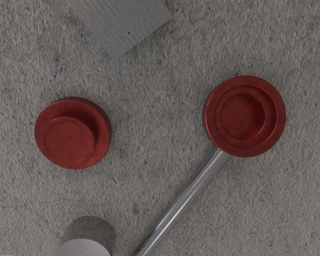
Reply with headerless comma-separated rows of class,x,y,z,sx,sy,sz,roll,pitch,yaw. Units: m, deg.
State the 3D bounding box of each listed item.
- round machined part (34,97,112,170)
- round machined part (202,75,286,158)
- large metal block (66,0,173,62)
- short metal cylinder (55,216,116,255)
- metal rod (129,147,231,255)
round machined part,-0.114,0.011,0.404,0.099,0.042,0.097,0,110,0
round machined part,0.100,-0.014,0.386,0.099,0.042,0.097,0,93,-5
large metal block,-0.042,-0.134,0.347,0.080,0.050,0.080,-35,107,12
short metal cylinder,-0.109,0.180,0.462,0.081,0.050,0.079,0,110,0
metal rod,0.012,0.136,0.460,0.025,0.025,0.299,32,107,-11
